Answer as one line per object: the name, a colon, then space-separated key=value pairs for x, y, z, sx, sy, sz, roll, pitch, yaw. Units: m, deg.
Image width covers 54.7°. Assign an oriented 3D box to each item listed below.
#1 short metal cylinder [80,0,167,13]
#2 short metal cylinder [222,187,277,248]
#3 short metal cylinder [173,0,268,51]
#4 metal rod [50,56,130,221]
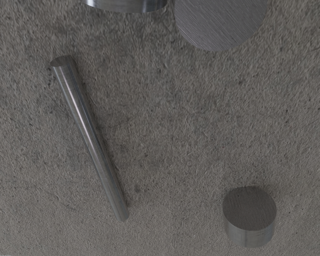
short metal cylinder: x=-0.030 y=-0.135 z=0.256 sx=0.081 sy=0.080 sz=0.050 roll=5 pitch=130 yaw=-5
short metal cylinder: x=0.141 y=0.141 z=0.493 sx=0.080 sy=0.080 sz=0.050 roll=-8 pitch=130 yaw=6
short metal cylinder: x=0.053 y=-0.120 z=0.290 sx=0.081 sy=0.050 sz=0.079 roll=0 pitch=130 yaw=0
metal rod: x=-0.087 y=0.038 z=0.438 sx=0.025 sy=0.025 sz=0.298 roll=-7 pitch=130 yaw=5
